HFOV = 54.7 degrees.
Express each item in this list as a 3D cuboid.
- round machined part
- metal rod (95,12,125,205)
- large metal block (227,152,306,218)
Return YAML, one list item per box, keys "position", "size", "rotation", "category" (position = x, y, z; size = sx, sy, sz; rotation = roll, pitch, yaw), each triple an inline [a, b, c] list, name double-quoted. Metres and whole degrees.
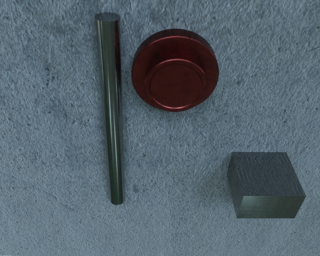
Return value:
- position: [0.017, -0.057, 0.348]
  size: [0.099, 0.042, 0.097]
  rotation: [-1, 130, 0]
  category: "round machined part"
- position: [-0.061, 0.002, 0.407]
  size: [0.025, 0.025, 0.298]
  rotation: [2, 130, -2]
  category: "metal rod"
- position: [0.146, 0.080, 0.442]
  size: [0.081, 0.080, 0.050]
  rotation: [0, 130, -1]
  category: "large metal block"
